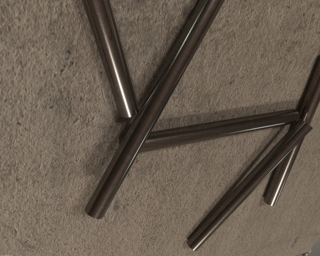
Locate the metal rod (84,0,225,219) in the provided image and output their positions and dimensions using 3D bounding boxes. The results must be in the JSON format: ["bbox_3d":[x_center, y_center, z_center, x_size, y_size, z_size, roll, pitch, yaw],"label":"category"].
[{"bbox_3d":[-0.009,-0.024,0.366,0.025,0.025,0.299,24,98,-37],"label":"metal rod"}]

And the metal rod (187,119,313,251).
[{"bbox_3d":[0.152,0.106,0.546,0.025,0.025,0.299,29,106,-38],"label":"metal rod"}]

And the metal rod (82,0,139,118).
[{"bbox_3d":[-0.065,-0.137,0.287,0.025,0.025,0.298,-24,128,-14],"label":"metal rod"}]

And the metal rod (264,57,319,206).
[{"bbox_3d":[0.244,0.018,0.554,0.025,0.025,0.298,-5,121,-26],"label":"metal rod"}]

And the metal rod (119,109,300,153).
[{"bbox_3d":[0.088,0.002,0.458,0.303,0.025,0.025,-9,123,-24],"label":"metal rod"}]
